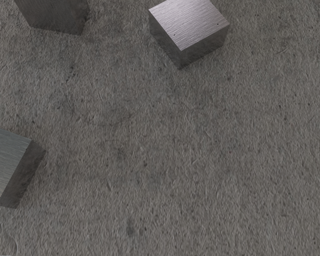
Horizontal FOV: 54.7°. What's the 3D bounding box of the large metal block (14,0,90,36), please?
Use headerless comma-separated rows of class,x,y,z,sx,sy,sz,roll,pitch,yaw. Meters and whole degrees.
large metal block,-0.155,-0.184,0.445,0.080,0.080,0.050,11,71,4

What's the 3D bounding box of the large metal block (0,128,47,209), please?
large metal block,-0.202,0.044,0.377,0.080,0.050,0.080,19,71,7

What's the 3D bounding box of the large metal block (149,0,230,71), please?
large metal block,0.040,-0.144,0.448,0.080,0.050,0.080,-31,73,-11
